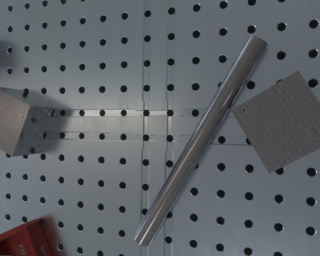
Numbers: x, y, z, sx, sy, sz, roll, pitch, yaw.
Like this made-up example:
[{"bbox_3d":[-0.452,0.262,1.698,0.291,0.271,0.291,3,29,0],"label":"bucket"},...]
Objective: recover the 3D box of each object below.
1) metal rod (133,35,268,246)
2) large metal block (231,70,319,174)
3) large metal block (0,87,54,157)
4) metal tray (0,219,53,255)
[{"bbox_3d":[0.046,0.024,0.396,0.025,0.025,0.299,32,100,17],"label":"metal rod"},{"bbox_3d":[0.139,-0.006,0.350,0.080,0.050,0.080,-32,80,17],"label":"large metal block"},{"bbox_3d":[-0.224,-0.011,0.479,0.080,0.050,0.080,25,98,18],"label":"large metal block"},{"bbox_3d":[-0.210,0.220,0.484,0.090,0.030,0.130,-26,81,18],"label":"metal tray"}]
